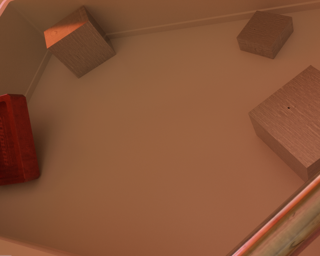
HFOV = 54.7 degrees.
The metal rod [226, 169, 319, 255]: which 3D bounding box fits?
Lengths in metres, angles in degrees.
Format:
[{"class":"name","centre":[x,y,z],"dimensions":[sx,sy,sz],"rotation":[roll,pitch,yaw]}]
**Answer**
[{"class":"metal rod","centre":[0.122,0.016,0.180],"dimensions":[0.300,0.025,0.025],"rotation":[-42,51,-1]}]

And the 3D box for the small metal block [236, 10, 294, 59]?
[{"class":"small metal block","centre":[0.139,-0.124,0.408],"dimensions":[0.050,0.025,0.050],"rotation":[29,78,37]}]

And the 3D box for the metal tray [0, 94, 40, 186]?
[{"class":"metal tray","centre":[-0.238,0.020,0.470],"dimensions":[0.090,0.030,0.129],"rotation":[-11,89,21]}]

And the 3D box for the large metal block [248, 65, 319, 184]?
[{"class":"large metal block","centre":[0.151,-0.003,0.312],"dimensions":[0.080,0.050,0.080],"rotation":[-38,51,2]}]

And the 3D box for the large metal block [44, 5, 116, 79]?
[{"class":"large metal block","centre":[-0.135,-0.144,0.527],"dimensions":[0.080,0.080,0.050],"rotation":[-31,52,8]}]
